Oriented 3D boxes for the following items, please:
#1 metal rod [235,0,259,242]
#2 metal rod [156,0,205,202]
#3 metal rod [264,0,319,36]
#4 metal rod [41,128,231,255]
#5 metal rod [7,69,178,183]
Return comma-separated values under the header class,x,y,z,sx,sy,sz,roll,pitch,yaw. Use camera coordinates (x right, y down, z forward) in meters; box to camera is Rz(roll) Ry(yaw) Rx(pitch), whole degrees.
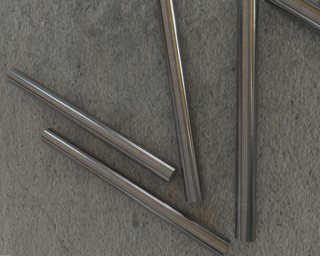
class,x,y,z,sx,sy,sz,roll,pitch,yaw
metal rod,0.104,-0.017,0.372,0.025,0.025,0.298,1,90,20
metal rod,0.023,-0.056,0.400,0.025,0.025,0.298,-9,87,20
metal rod,0.242,-0.066,0.323,0.300,0.025,0.025,40,103,15
metal rod,-0.045,0.080,0.424,0.301,0.025,0.025,29,100,17
metal rod,-0.107,-0.011,0.446,0.300,0.025,0.025,30,100,17
